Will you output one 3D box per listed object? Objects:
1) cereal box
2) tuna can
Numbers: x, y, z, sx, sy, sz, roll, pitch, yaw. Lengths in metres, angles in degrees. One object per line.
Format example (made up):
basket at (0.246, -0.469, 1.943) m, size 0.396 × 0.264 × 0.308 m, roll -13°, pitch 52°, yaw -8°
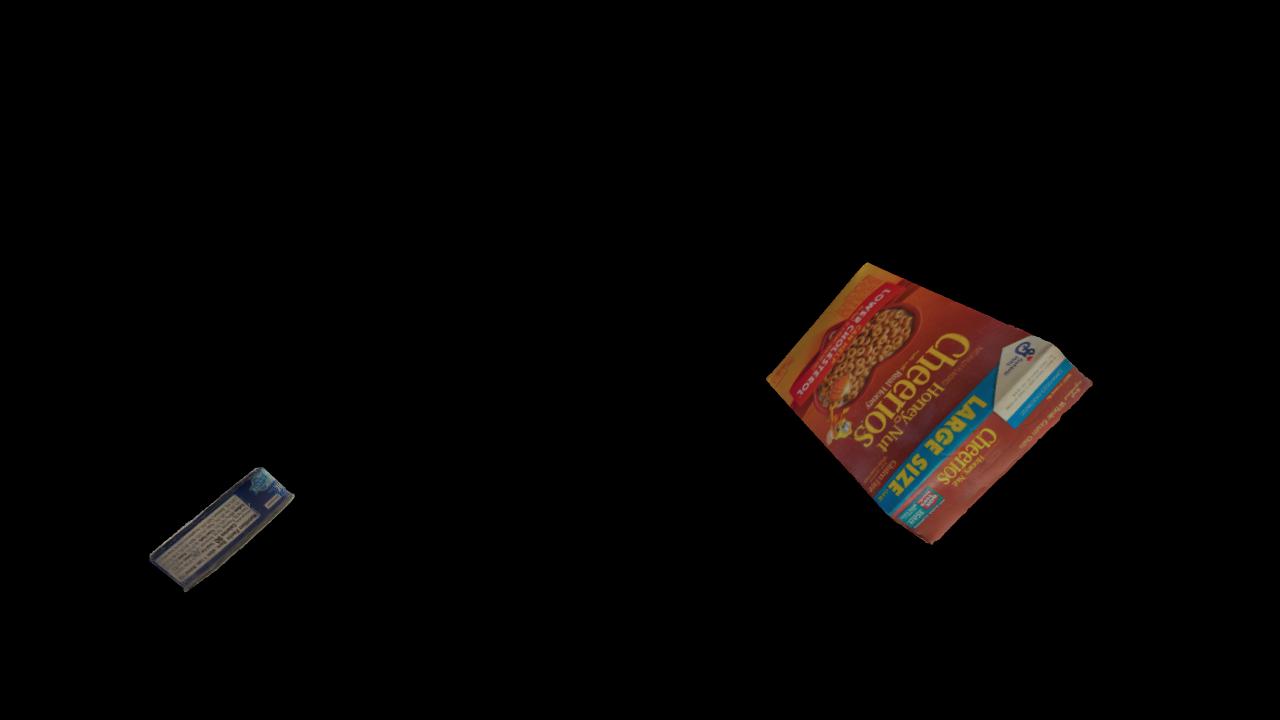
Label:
cereal box at (0.279, 0.024, 0.671) m, size 0.081 × 0.203 × 0.306 m, roll 34°, pitch 12°, yaw -21°
tuna can at (-0.284, 0.113, 0.421) m, size 0.084 × 0.034 × 0.084 m, roll -37°, pitch 14°, yaw 11°
